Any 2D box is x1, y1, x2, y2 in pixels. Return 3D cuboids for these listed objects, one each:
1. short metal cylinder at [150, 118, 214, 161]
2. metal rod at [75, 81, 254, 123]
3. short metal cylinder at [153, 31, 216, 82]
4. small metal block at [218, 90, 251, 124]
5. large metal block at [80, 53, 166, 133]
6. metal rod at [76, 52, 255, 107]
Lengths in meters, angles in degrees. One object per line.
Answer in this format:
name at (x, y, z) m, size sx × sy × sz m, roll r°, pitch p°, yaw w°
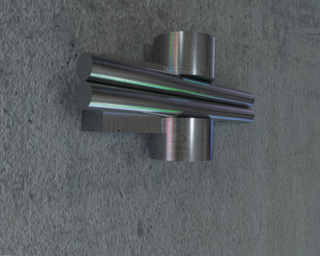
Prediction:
short metal cylinder at (0.028, 0.014, 0.393) m, size 0.081 × 0.080 × 0.050 m, roll 2°, pitch 89°, yaw -40°
metal rod at (0.036, -0.024, 0.378) m, size 0.302 × 0.025 × 0.025 m, roll 2°, pitch 89°, yaw -48°
short metal cylinder at (0.031, -0.086, 0.396) m, size 0.081 × 0.080 × 0.050 m, roll 2°, pitch 89°, yaw -40°
small metal block at (0.123, -0.033, 0.509) m, size 0.050 × 0.025 × 0.050 m, roll 4°, pitch 88°, yaw -40°
large metal block at (-0.042, -0.035, 0.355) m, size 0.081 × 0.050 × 0.080 m, roll 2°, pitch 89°, yaw -40°
metal rod at (0.036, -0.049, 0.378) m, size 0.302 × 0.025 × 0.025 m, roll 2°, pitch 89°, yaw -48°
